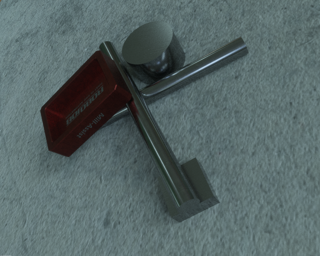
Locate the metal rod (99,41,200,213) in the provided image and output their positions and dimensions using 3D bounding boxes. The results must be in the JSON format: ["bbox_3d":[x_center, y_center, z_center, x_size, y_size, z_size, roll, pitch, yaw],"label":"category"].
[{"bbox_3d":[-0.028,-0.025,0.402,0.025,0.025,0.300,-34,52,6],"label":"metal rod"}]

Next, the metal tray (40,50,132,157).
[{"bbox_3d":[-0.106,-0.034,0.427,0.130,0.030,0.090,-41,50,15],"label":"metal tray"}]

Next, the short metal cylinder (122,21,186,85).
[{"bbox_3d":[-0.009,-0.111,0.459,0.080,0.050,0.080,-13,56,20],"label":"short metal cylinder"}]

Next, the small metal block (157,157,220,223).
[{"bbox_3d":[0.031,0.069,0.345,0.050,0.025,0.050,-29,52,9],"label":"small metal block"}]

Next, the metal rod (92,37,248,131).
[{"bbox_3d":[-0.020,-0.045,0.442,0.301,0.025,0.025,-26,53,11],"label":"metal rod"}]
